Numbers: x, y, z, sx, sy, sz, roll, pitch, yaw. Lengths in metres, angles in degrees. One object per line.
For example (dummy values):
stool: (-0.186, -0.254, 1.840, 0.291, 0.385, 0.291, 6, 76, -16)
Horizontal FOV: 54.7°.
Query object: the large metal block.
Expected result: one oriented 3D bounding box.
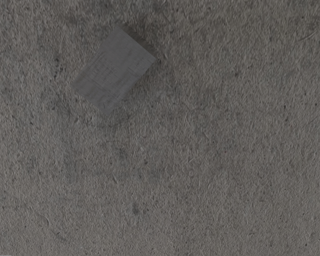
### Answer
large metal block: (-0.049, -0.070, 0.354, 0.050, 0.080, 0.080, 39, 105, -13)
